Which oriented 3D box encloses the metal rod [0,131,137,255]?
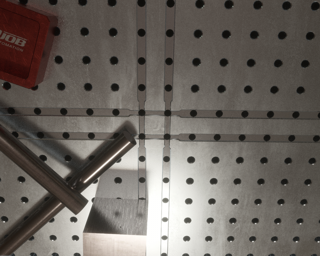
[{"bbox_3d":[-0.150,0.109,0.451,0.300,0.025,0.025,-41,105,13],"label":"metal rod"}]

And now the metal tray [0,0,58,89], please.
[{"bbox_3d":[-0.199,-0.111,0.366,0.131,0.030,0.089,19,109,-8],"label":"metal tray"}]

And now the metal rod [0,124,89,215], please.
[{"bbox_3d":[-0.212,0.005,0.397,0.300,0.025,0.025,44,104,-9],"label":"metal rod"}]

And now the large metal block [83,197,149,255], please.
[{"bbox_3d":[-0.059,0.143,0.436,0.081,0.080,0.050,4,110,-2],"label":"large metal block"}]
